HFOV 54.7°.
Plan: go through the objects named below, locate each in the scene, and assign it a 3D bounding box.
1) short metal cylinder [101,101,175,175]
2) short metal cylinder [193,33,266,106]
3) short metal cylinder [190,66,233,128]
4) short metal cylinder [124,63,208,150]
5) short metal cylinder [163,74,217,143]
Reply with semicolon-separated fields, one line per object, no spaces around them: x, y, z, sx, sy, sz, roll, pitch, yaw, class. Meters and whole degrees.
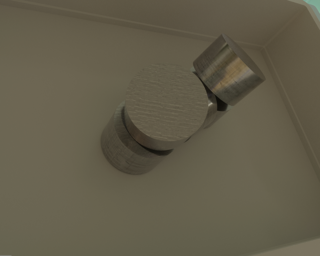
-0.024;0.009;0.370;0.081;0.050;0.080;14;56;-21;short metal cylinder
0.089;-0.075;0.400;0.080;0.050;0.080;35;29;-23;short metal cylinder
0.063;-0.046;0.451;0.081;0.050;0.080;14;56;-21;short metal cylinder
0.004;-0.020;0.321;0.081;0.050;0.080;2;75;-8;short metal cylinder
0.026;-0.026;0.400;0.050;0.080;0.080;-34;81;-38;short metal cylinder
